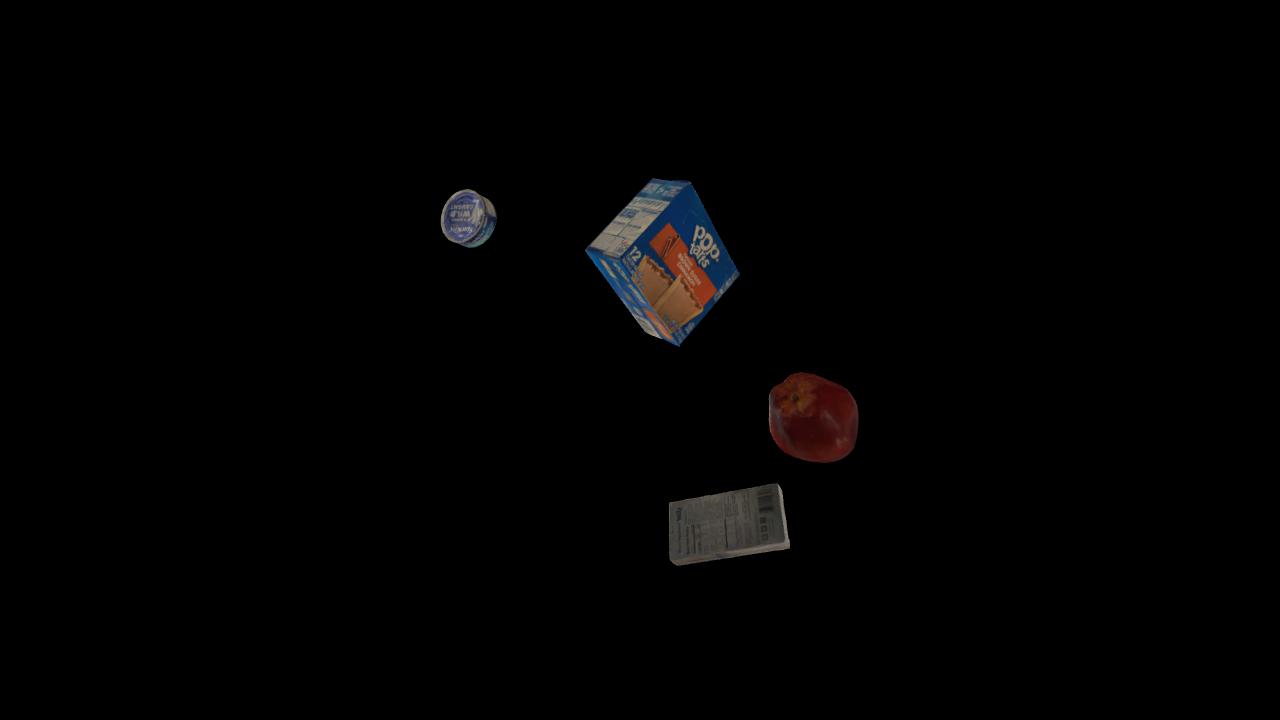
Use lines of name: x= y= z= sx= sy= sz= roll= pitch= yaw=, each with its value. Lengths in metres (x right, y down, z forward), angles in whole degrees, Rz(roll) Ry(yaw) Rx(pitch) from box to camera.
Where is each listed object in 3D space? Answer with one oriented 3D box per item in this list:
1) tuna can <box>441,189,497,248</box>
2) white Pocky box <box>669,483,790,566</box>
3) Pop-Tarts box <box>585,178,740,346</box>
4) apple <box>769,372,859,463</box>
tuna can: x=-0.263 y=-0.216 z=0.946 sx=0.084 sy=0.084 sz=0.034 roll=0 pitch=-7 yaw=25
white Pocky box: x=0.112 y=0.214 z=0.799 sx=0.154 sy=0.084 sz=0.028 roll=-16 pitch=-42 yaw=20
Pop-Tarts box: x=0.035 y=-0.129 z=0.818 sx=0.083 sy=0.141 sz=0.167 roll=26 pitch=-20 yaw=47
apple: x=0.152 y=0.052 z=0.540 sx=0.079 sy=0.079 sz=0.093 roll=0 pitch=-30 yaw=32
